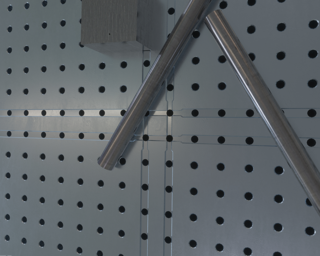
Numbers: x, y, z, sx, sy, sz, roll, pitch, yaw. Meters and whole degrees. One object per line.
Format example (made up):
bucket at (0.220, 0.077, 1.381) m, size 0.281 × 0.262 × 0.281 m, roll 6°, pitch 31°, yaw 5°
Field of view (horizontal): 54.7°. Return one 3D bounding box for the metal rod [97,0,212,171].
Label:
metal rod at (-0.002, -0.073, 0.413) m, size 0.025 × 0.025 × 0.299 m, roll 34°, pitch 101°, yaw 16°

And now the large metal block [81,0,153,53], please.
large metal block at (-0.057, -0.149, 0.420) m, size 0.080 × 0.050 × 0.079 m, roll 2°, pitch 91°, yaw 20°

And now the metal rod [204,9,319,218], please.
metal rod at (0.135, -0.010, 0.364) m, size 0.025 × 0.025 × 0.299 m, roll -31°, pitch 80°, yaw 17°
